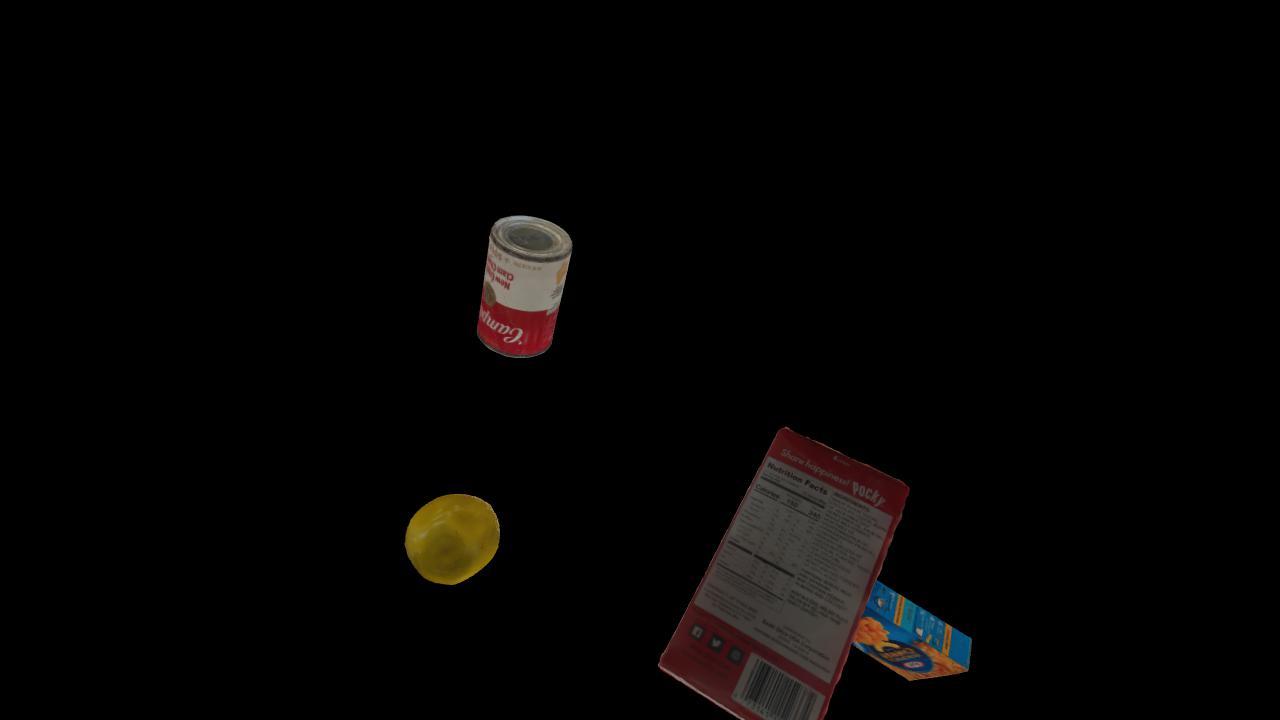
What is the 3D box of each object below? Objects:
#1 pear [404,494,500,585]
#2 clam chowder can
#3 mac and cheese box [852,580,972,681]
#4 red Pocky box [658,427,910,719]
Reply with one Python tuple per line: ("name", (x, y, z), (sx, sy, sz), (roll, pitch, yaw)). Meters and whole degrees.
("pear", (-0.164, 0.151, 0.555), (0.080, 0.080, 0.111), (0, 3, -8))
("clam chowder can", (-0.098, -0.061, 0.520), (0.068, 0.102, 0.068), (12, 37, -10))
("mac and cheese box", (0.236, 0.266, 0.645), (0.184, 0.041, 0.093), (32, -38, 2))
("red Pocky box", (0.083, 0.119, 0.341), (0.083, 0.155, 0.028), (25, -28, 20))
